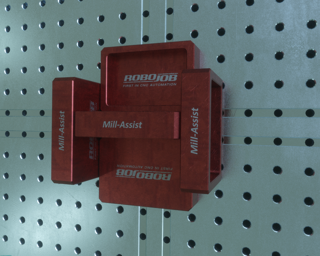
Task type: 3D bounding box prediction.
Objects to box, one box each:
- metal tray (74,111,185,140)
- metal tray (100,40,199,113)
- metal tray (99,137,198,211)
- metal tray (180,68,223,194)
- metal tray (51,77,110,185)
[{"bbox_3d":[-0.027,-0.004,0.385,0.130,0.090,0.030,1,91,19],"label":"metal tray"},{"bbox_3d":[-0.015,-0.064,0.414,0.130,0.030,0.089,1,90,19],"label":"metal tray"},{"bbox_3d":[-0.017,0.057,0.413,0.130,0.030,0.089,1,90,19],"label":"metal tray"},{"bbox_3d":[0.050,0.003,0.359,0.030,0.090,0.129,1,90,20],"label":"metal tray"},{"bbox_3d":[-0.102,0.003,0.412,0.030,0.090,0.129,1,90,20],"label":"metal tray"}]
